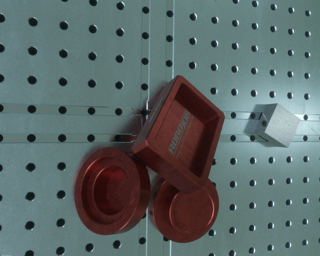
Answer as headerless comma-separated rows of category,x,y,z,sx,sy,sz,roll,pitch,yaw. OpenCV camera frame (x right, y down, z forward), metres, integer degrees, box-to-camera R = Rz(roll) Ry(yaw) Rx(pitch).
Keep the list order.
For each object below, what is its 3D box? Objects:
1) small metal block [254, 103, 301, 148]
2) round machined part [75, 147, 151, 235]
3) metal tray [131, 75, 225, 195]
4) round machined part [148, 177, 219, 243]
small metal block,0.182,-0.004,0.479,0.050,0.025,0.050,30,80,-18
round machined part,-0.051,0.074,0.365,0.042,0.098,0.098,22,81,-55
metal tray,0.029,0.004,0.387,0.090,0.030,0.130,39,47,-16
round machined part,0.037,0.106,0.417,0.099,0.042,0.097,0,90,-20
